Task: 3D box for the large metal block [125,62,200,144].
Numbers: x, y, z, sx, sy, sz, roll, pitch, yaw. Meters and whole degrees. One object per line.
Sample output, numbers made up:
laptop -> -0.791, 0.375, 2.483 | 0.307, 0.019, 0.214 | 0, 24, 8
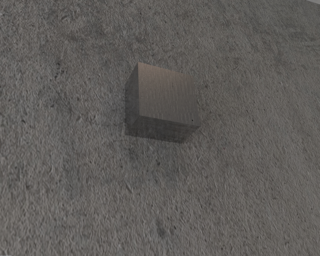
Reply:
large metal block -> 0.001, -0.031, 0.407 | 0.081, 0.050, 0.080 | 10, 57, -23
